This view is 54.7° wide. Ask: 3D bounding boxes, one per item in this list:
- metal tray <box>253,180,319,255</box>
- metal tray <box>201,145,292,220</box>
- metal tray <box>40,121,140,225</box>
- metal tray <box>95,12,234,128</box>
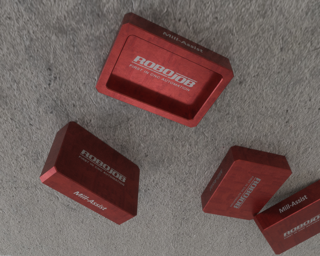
[{"bbox_3d":[0.231,0.149,0.512,0.130,0.030,0.090,-32,125,6],"label":"metal tray"},{"bbox_3d":[0.129,0.090,0.481,0.091,0.030,0.129,12,129,-11],"label":"metal tray"},{"bbox_3d":[-0.085,0.061,0.414,0.030,0.090,0.130,-35,122,26],"label":"metal tray"},{"bbox_3d":[0.004,-0.060,0.352,0.131,0.030,0.089,20,127,-17],"label":"metal tray"}]
